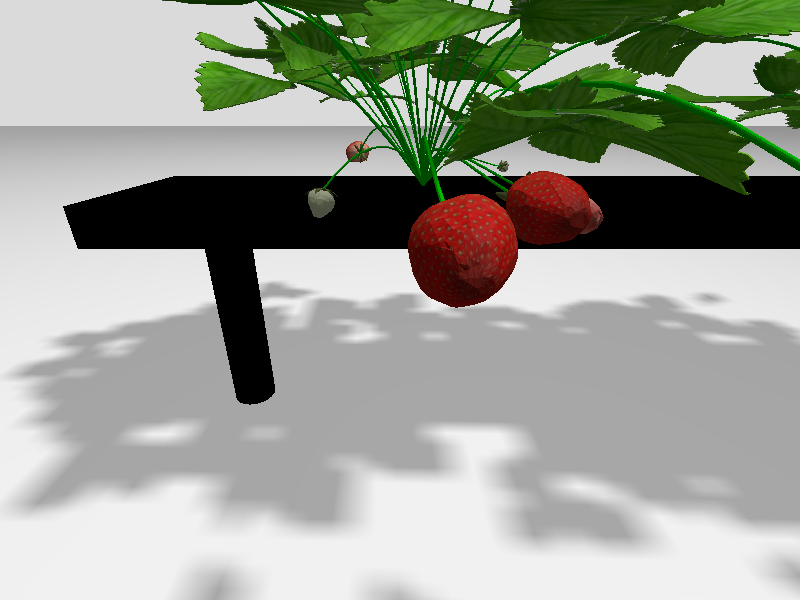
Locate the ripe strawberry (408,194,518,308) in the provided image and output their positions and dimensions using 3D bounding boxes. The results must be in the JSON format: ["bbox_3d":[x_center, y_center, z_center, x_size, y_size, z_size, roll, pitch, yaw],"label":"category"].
[{"bbox_3d":[0.019,-0.013,0.120,0.034,0.035,0.036,0,25,0],"label":"ripe strawberry"}]

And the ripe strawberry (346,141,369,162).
[{"bbox_3d":[-0.053,-0.182,0.491,0.029,0.025,0.029,-10,26,-21],"label":"ripe strawberry"}]

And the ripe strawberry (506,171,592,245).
[{"bbox_3d":[0.066,-0.040,0.176,0.037,0.032,0.037,-6,26,-14],"label":"ripe strawberry"}]

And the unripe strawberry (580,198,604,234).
[{"bbox_3d":[0.090,-0.041,0.197,0.016,0.019,0.018,-11,28,-22],"label":"unripe strawberry"}]

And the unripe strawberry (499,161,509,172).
[{"bbox_3d":[0.110,-0.141,0.422,0.011,0.011,0.011,22,32,39],"label":"unripe strawberry"}]

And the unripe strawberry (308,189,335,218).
[{"bbox_3d":[-0.047,-0.057,0.236,0.016,0.016,0.014,14,1,28],"label":"unripe strawberry"}]
